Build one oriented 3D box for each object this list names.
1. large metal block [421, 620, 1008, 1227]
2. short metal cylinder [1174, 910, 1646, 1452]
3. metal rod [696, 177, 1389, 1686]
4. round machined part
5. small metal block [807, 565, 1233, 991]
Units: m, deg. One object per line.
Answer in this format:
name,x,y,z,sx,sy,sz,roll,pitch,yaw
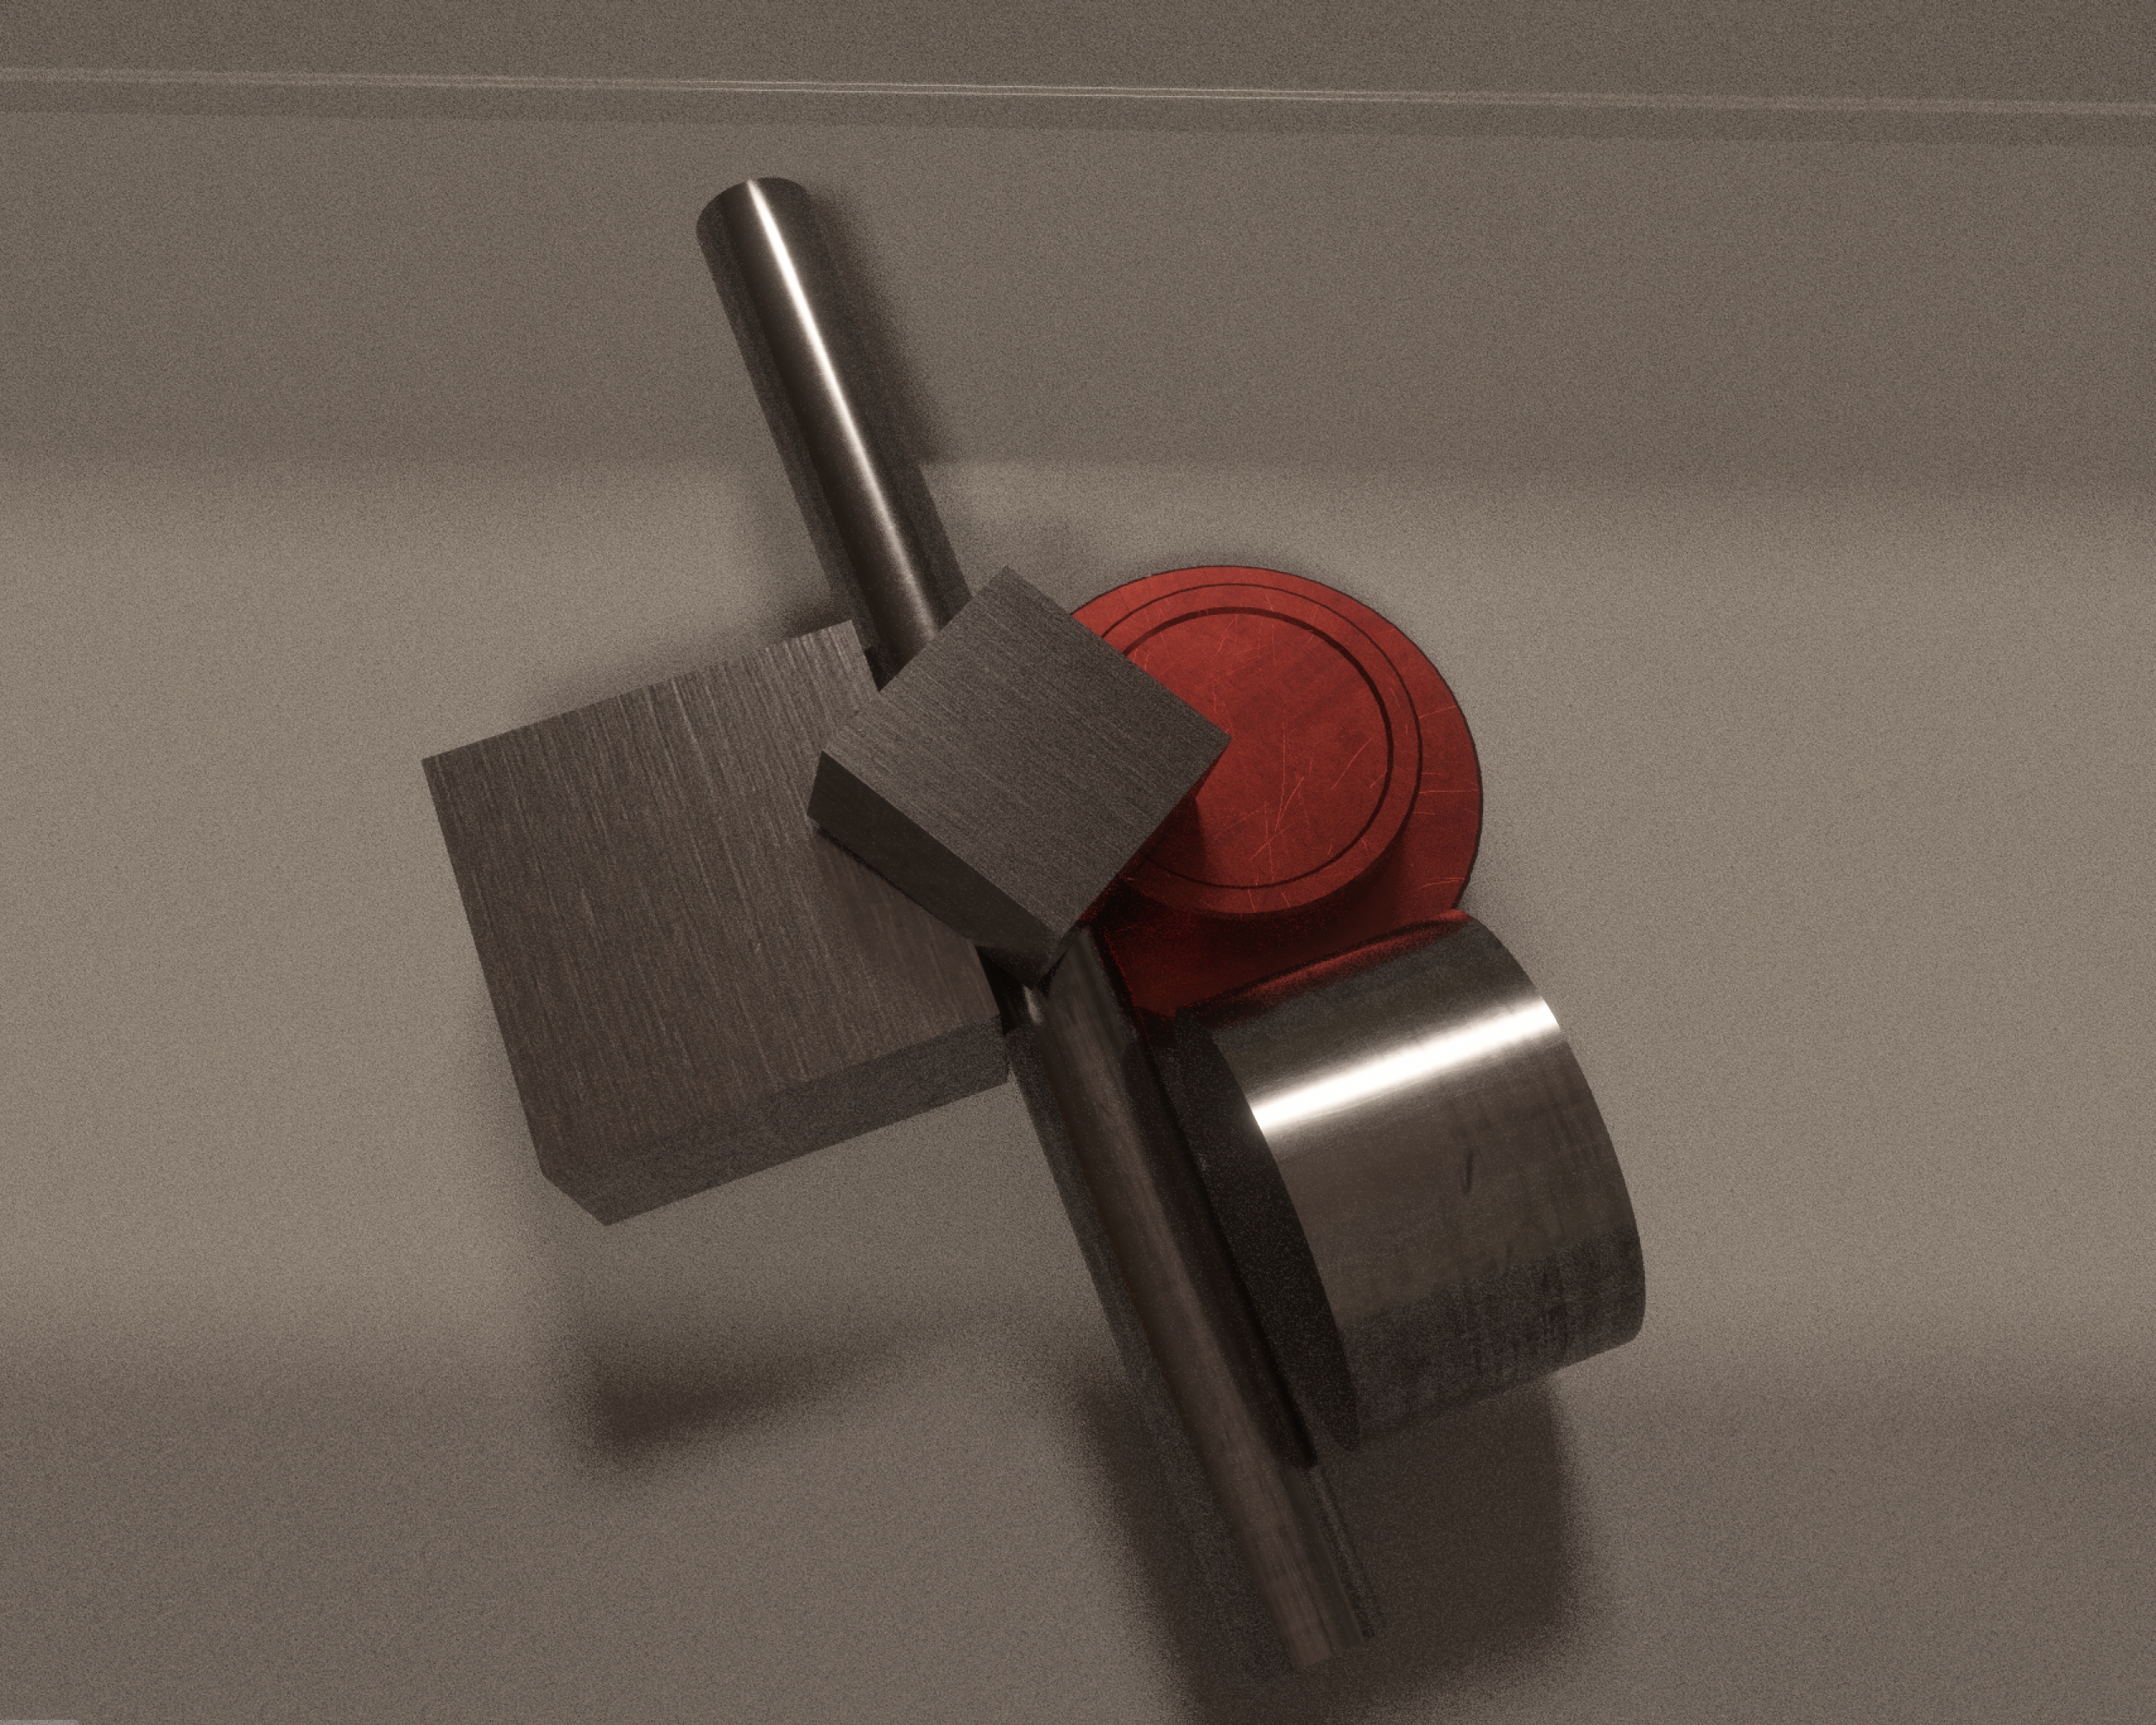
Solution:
large metal block,-0.065,0.012,0.387,0.081,0.050,0.080,-19,71,-7
short metal cylinder,0.055,0.054,0.360,0.050,0.080,0.080,-20,72,-7
metal rod,-0.014,-0.002,0.386,0.025,0.025,0.299,-20,71,-7
round machined part,0.030,-0.015,0.404,0.099,0.042,0.098,0,70,-1
small metal block,-0.010,-0.015,0.362,0.050,0.025,0.050,38,63,5
